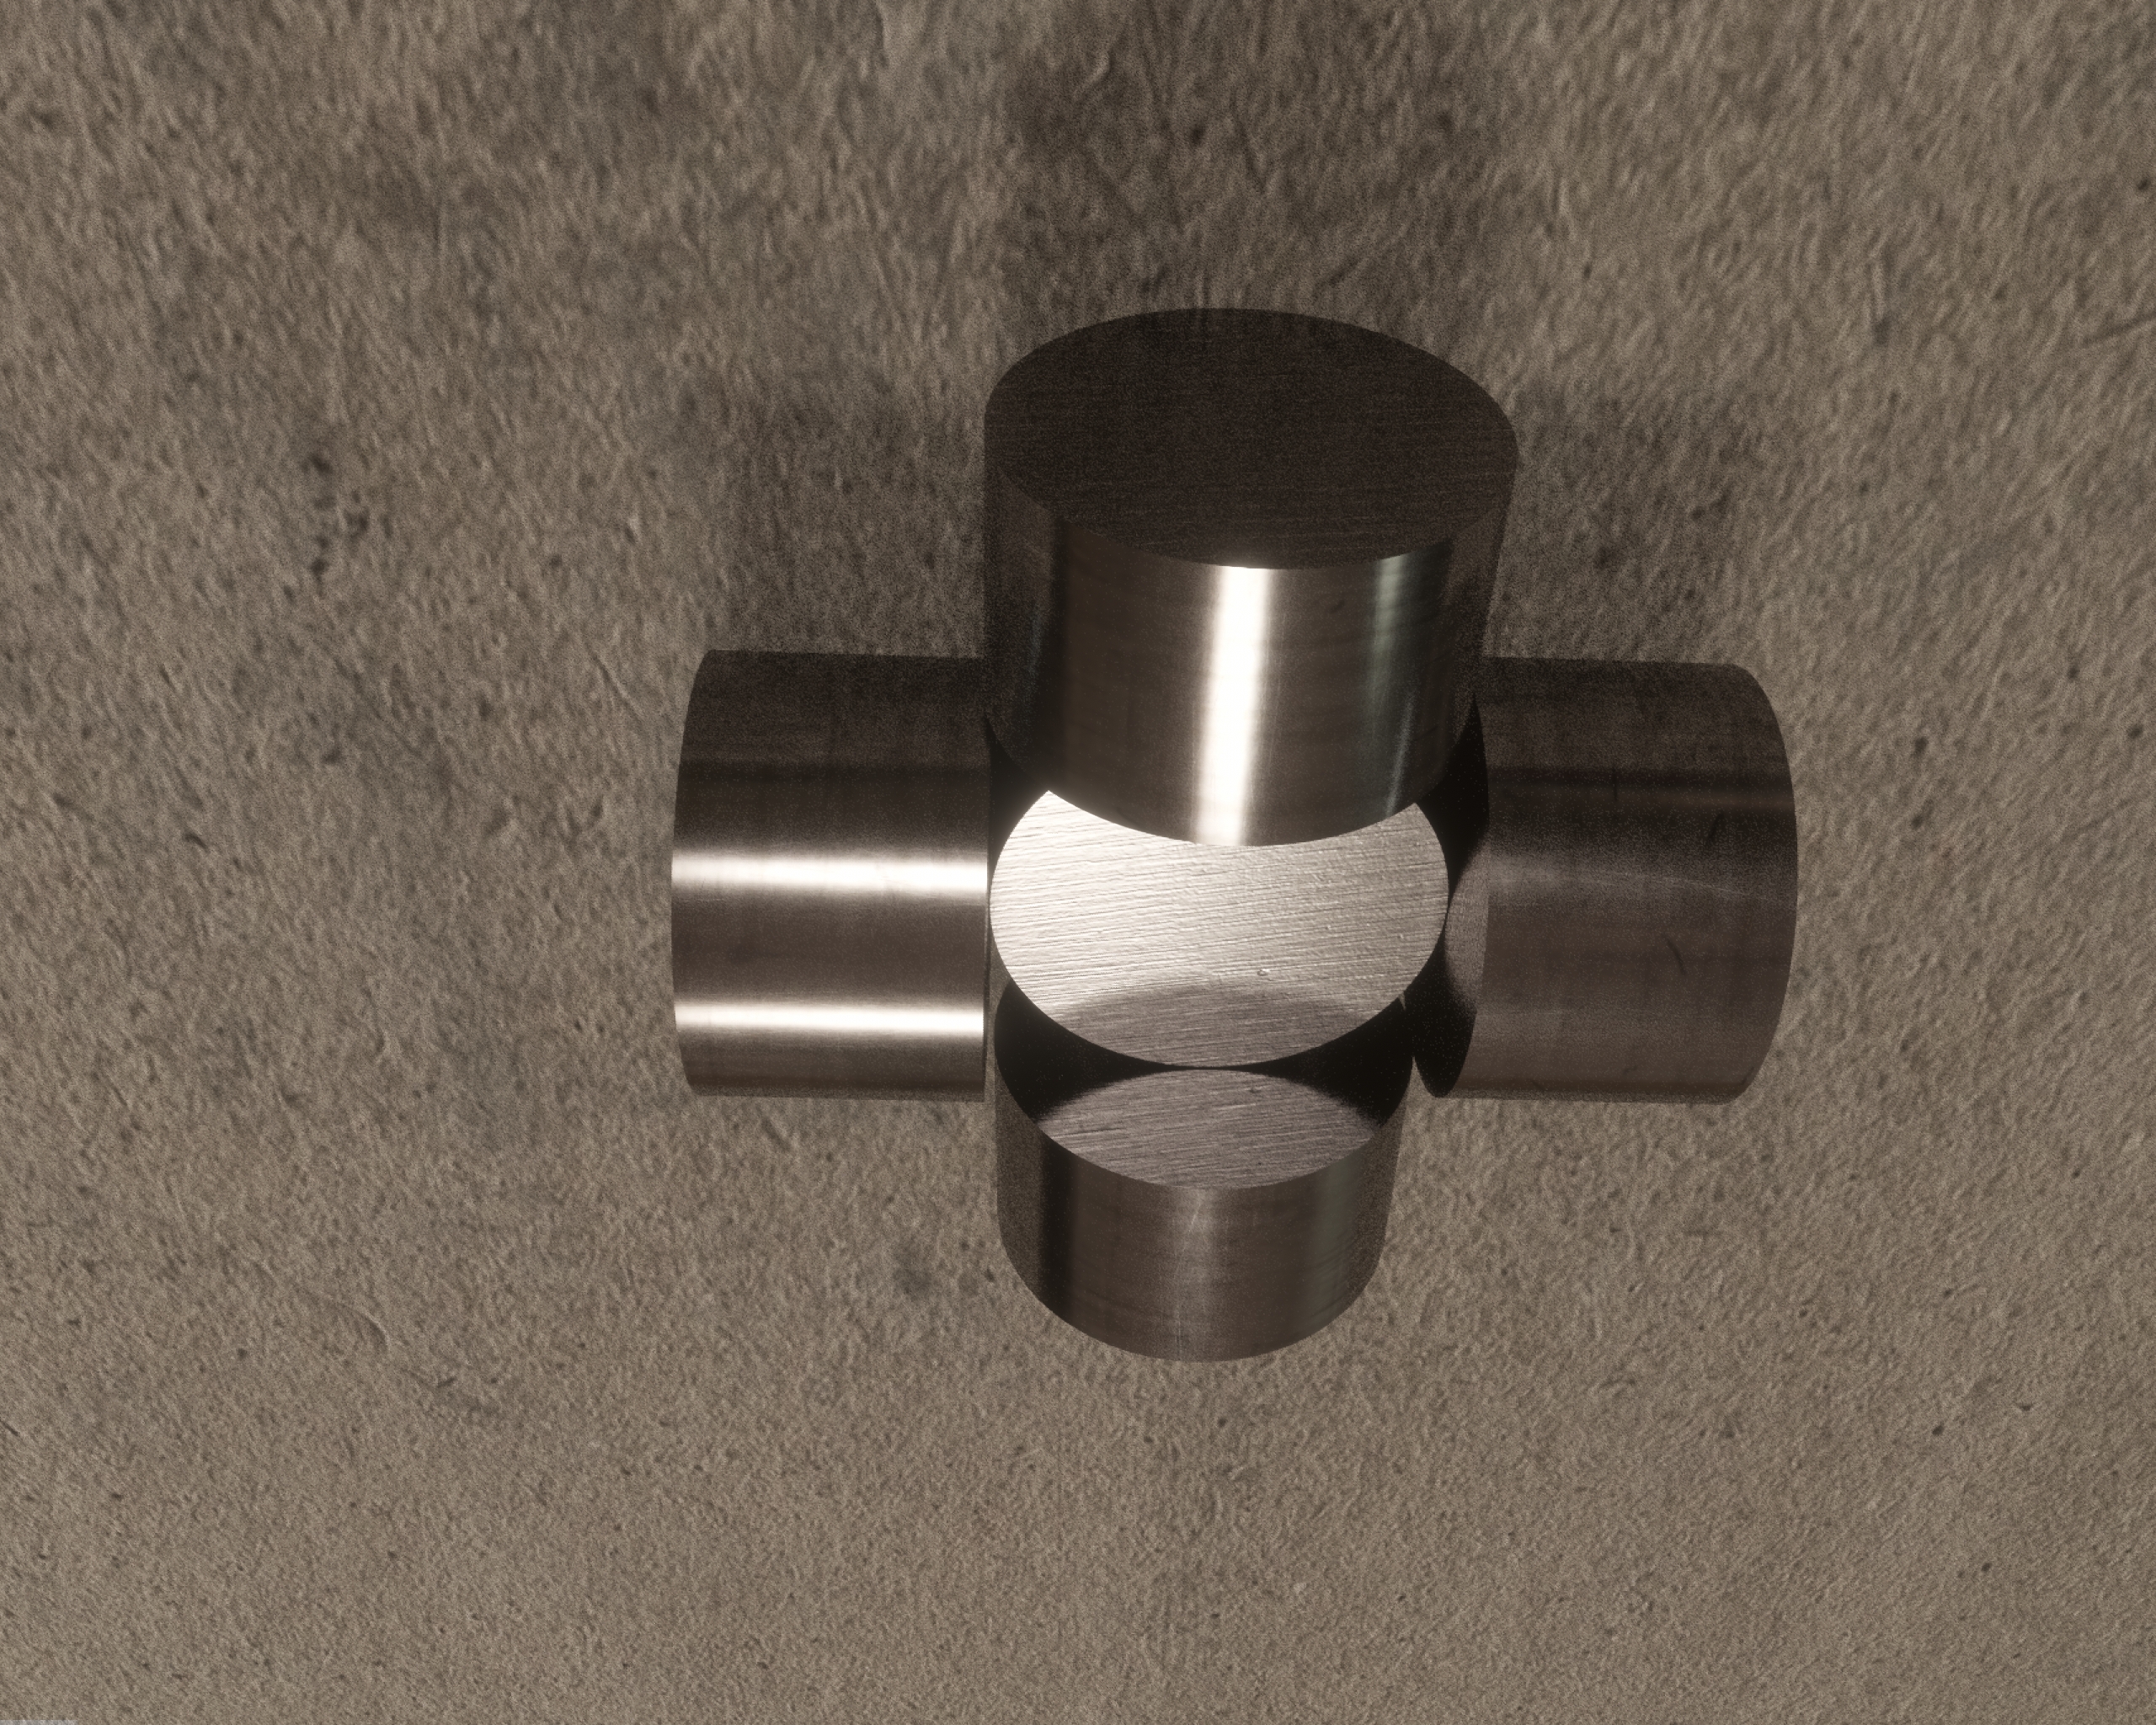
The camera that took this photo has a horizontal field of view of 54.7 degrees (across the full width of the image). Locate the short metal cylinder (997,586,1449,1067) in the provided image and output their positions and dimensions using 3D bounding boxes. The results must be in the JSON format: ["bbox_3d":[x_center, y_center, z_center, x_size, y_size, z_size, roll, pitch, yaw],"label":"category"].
[{"bbox_3d":[0.025,-0.008,0.386,0.081,0.050,0.079,0,130,0],"label":"short metal cylinder"}]

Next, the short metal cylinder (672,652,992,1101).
[{"bbox_3d":[-0.041,0.002,0.375,0.050,0.080,0.079,2,130,-2],"label":"short metal cylinder"}]

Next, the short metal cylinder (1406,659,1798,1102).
[{"bbox_3d":[0.090,0.003,0.377,0.050,0.080,0.079,2,130,-2],"label":"short metal cylinder"}]

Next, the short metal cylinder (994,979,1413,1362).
[{"bbox_3d":[0.024,0.052,0.417,0.081,0.080,0.050,0,130,-1],"label":"short metal cylinder"}]

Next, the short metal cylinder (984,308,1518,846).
[{"bbox_3d":[0.025,-0.047,0.332,0.081,0.080,0.050,1,130,-2],"label":"short metal cylinder"}]
